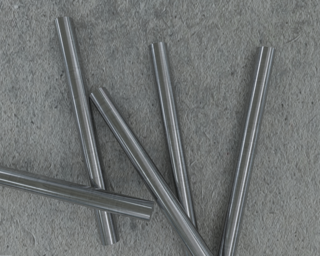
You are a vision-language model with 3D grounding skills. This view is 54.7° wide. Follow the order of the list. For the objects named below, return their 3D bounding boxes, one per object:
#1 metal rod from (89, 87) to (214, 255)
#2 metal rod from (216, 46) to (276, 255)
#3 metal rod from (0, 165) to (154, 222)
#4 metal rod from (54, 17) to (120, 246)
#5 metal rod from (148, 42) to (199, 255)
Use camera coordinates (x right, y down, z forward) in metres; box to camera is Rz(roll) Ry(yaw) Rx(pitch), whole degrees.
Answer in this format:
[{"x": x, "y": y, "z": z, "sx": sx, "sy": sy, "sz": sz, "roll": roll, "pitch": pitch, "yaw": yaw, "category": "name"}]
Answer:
[{"x": -0.001, "y": 0.077, "z": 0.391, "sx": 0.025, "sy": 0.025, "sz": 0.299, "roll": -33, "pitch": 83, "yaw": 0, "category": "metal rod"}, {"x": 0.112, "y": 0.042, "z": 0.410, "sx": 0.025, "sy": 0.025, "sz": 0.298, "roll": 11, "pitch": 90, "yaw": 0, "category": "metal rod"}, {"x": -0.157, "y": 0.071, "z": 0.391, "sx": 0.301, "sy": 0.025, "sz": 0.025, "roll": 12, "pitch": 90, "yaw": 6, "category": "metal rod"}, {"x": -0.096, "y": 0.004, "z": 0.409, "sx": 0.025, "sy": 0.025, "sz": 0.298, "roll": -12, "pitch": 90, "yaw": 0, "category": "metal rod"}, {"x": 0.022, "y": 0.037, "z": 0.409, "sx": 0.025, "sy": 0.025, "sz": 0.298, "roll": -10, "pitch": 90, "yaw": 0, "category": "metal rod"}]
